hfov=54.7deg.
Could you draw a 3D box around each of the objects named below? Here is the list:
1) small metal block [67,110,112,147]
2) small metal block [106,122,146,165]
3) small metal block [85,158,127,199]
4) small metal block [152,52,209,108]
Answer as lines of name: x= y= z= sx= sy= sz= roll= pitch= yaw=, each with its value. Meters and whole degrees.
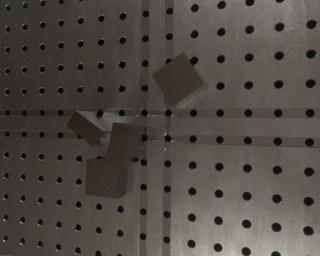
small metal block: x=-0.091 y=0.001 z=0.430 sx=0.050 sy=0.050 sz=0.025 roll=35 pitch=101 yaw=16
small metal block: x=-0.045 y=0.020 z=0.414 sx=0.025 sy=0.050 sz=0.050 roll=13 pitch=94 yaw=19
small metal block: x=-0.076 y=0.070 z=0.438 sx=0.050 sy=0.025 sz=0.050 roll=3 pitch=91 yaw=19
small metal block: x=0.026 y=-0.061 z=0.403 sx=0.050 sy=0.025 sz=0.050 roll=-34 pitch=80 yaw=16
